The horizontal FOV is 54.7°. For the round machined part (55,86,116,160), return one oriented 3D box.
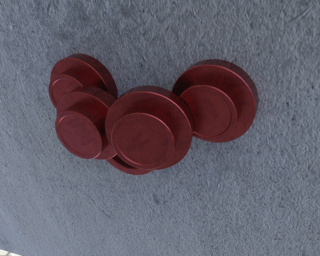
[{"bbox_3d":[-0.090,0.000,0.388,0.098,0.042,0.097,13,124,20],"label":"round machined part"}]

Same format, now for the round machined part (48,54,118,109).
[{"bbox_3d":[-0.111,-0.048,0.423,0.098,0.042,0.097,13,124,20],"label":"round machined part"}]

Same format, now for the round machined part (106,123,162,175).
[{"bbox_3d":[-0.036,0.013,0.423,0.098,0.042,0.097,13,124,20],"label":"round machined part"}]

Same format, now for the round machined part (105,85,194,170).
[{"bbox_3d":[-0.014,0.006,0.340,0.098,0.042,0.097,5,117,10],"label":"round machined part"}]

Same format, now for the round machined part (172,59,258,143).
[{"bbox_3d":[0.057,-0.024,0.350,0.098,0.042,0.097,13,124,20],"label":"round machined part"}]
